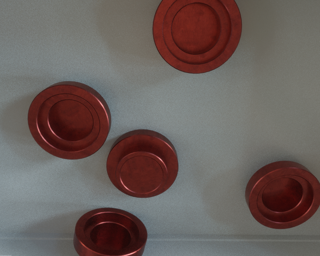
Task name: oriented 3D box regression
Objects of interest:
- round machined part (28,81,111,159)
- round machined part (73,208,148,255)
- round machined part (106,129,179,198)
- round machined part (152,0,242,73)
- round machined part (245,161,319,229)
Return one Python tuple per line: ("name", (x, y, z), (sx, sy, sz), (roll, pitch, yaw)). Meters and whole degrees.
("round machined part", (-0.112, -0.012, 0.397), (0.099, 0.042, 0.097), (0, 110, 0))
("round machined part", (-0.070, 0.158, 0.430), (0.099, 0.098, 0.042), (12, 110, -5))
("round machined part", (-0.024, 0.054, 0.422), (0.099, 0.042, 0.097), (0, 110, 0))
("round machined part", (0.041, -0.115, 0.360), (0.099, 0.042, 0.097), (0, 110, 0))
("round machined part", (0.169, 0.089, 0.437), (0.099, 0.042, 0.097), (0, 110, 0))
